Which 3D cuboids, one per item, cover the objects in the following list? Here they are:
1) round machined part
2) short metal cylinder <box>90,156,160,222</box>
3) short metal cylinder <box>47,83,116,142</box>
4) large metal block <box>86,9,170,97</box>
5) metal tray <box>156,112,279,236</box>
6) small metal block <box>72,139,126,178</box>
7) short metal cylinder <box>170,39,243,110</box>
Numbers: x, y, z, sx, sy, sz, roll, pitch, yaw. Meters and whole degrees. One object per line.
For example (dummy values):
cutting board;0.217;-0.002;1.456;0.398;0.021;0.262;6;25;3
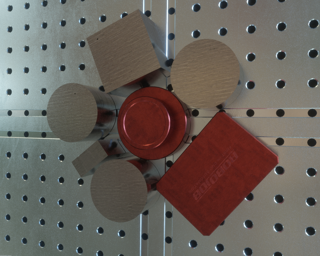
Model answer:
round machined part;-0.013;-0.006;0.407;0.098;0.042;0.097;0;90;20
short metal cylinder;-0.044;0.079;0.414;0.080;0.050;0.080;0;90;20
short metal cylinder;-0.110;-0.021;0.437;0.080;0.050;0.080;0;90;20
large metal block;-0.039;-0.096;0.413;0.080;0.050;0.080;-23;83;18
metal tray;0.069;0.055;0.384;0.090;0.030;0.130;42;103;15
small metal block;-0.084;0.040;0.428;0.050;0.050;0.025;-39;78;16
short metal cylinder;0.059;-0.062;0.378;0.080;0.050;0.080;0;90;20
